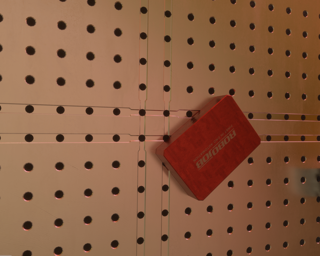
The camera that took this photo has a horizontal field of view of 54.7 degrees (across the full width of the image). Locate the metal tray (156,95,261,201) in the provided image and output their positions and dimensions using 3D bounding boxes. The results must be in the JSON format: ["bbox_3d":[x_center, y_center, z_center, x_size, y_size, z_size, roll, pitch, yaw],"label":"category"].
[{"bbox_3d":[0.071,0.026,0.438,0.130,0.030,0.090,-41,103,-16],"label":"metal tray"}]
